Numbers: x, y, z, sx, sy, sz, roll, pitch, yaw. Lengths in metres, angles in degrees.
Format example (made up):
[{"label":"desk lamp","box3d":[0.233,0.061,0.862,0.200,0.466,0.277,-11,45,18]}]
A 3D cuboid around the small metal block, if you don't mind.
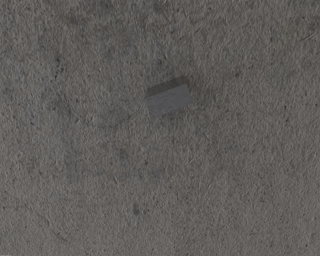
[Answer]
[{"label":"small metal block","box3d":[0.011,-0.040,0.382,0.050,0.050,0.025,-20,109,7]}]
